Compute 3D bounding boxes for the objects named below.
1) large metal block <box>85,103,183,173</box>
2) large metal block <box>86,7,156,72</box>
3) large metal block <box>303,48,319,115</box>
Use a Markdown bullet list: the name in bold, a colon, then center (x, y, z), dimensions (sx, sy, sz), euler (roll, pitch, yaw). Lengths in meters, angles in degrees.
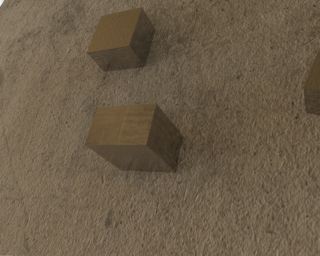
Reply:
- **large metal block**: center (-0.028, 0.015, 0.374), dimensions (0.080, 0.080, 0.050), euler (-2, 61, 27)
- **large metal block**: center (-0.062, -0.143, 0.508), dimensions (0.080, 0.050, 0.080), euler (-1, 61, 28)
- **large metal block**: center (0.202, -0.053, 0.314), dimensions (0.080, 0.050, 0.080), euler (17, 71, 35)
